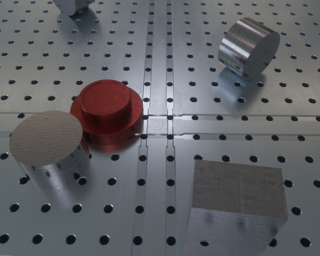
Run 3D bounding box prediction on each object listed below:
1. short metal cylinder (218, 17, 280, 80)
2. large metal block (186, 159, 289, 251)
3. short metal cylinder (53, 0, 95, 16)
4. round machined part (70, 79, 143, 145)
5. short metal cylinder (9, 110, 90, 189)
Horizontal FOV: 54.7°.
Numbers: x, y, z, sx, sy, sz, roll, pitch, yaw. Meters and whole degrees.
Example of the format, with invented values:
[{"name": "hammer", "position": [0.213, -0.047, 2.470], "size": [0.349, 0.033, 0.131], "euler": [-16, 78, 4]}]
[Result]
[{"name": "short metal cylinder", "position": [0.136, -0.120, 0.474], "size": [0.080, 0.080, 0.050], "euler": [-32, 57, -24]}, {"name": "large metal block", "position": [0.070, 0.078, 0.307], "size": [0.080, 0.080, 0.050], "euler": [6, 50, 5]}, {"name": "short metal cylinder", "position": [-0.170, -0.264, 0.592], "size": [0.080, 0.080, 0.050], "euler": [32, 57, 24]}, {"name": "round machined part", "position": [-0.072, -0.028, 0.420], "size": [0.099, 0.042, 0.098], "euler": [0, 50, 0]}, {"name": "short metal cylinder", "position": [-0.128, 0.025, 0.369], "size": [0.081, 0.050, 0.080], "euler": [0, 50, 0]}]
